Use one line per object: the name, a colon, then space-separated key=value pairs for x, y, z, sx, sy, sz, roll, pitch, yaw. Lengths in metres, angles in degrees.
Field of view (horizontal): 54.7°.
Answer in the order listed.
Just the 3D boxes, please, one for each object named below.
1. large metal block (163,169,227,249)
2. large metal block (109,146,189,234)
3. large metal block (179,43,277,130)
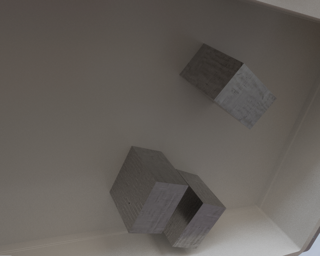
large metal block: x=0.040 y=0.123 z=0.473 sx=0.050 sy=0.080 sz=0.080 roll=22 pitch=106 yaw=-37
large metal block: x=-0.018 y=0.082 z=0.416 sx=0.050 sy=0.080 sz=0.080 roll=14 pitch=111 yaw=-35
large metal block: x=0.084 y=-0.052 z=0.388 sx=0.080 sy=0.080 sz=0.050 roll=31 pitch=101 yaw=-39
